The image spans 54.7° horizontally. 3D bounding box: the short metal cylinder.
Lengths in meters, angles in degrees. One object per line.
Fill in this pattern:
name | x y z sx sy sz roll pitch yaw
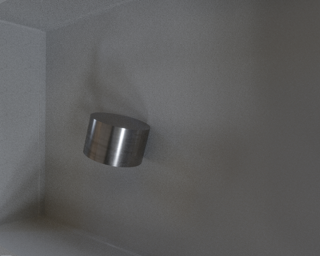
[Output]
short metal cylinder | -0.058 0.014 0.417 0.080 0.081 0.050 23 105 37
